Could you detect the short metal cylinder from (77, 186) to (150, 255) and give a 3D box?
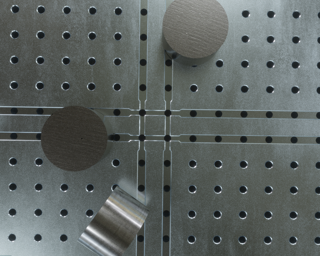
[{"bbox_3d":[-0.057,0.119,0.385,0.050,0.080,0.080,36,90,-1],"label":"short metal cylinder"}]

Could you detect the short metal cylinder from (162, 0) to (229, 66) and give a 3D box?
[{"bbox_3d":[0.043,-0.125,0.401,0.081,0.050,0.079,0,90,-1],"label":"short metal cylinder"}]

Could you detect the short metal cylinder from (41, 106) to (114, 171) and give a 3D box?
[{"bbox_3d":[-0.104,0.013,0.400,0.081,0.050,0.079,0,90,-1],"label":"short metal cylinder"}]
